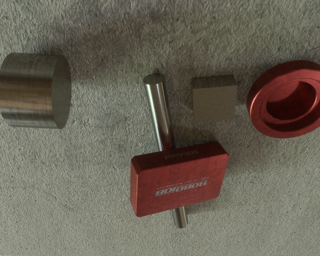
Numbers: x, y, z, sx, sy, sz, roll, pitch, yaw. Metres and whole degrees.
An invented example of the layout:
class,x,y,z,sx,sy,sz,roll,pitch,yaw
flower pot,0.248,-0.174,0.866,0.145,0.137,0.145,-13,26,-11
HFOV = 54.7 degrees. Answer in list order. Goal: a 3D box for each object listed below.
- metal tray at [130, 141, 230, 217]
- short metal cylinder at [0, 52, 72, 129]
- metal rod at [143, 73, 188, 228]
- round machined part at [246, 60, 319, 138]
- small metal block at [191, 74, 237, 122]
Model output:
class,x,y,z,sx,sy,sz,roll,pitch,yaw
metal tray,0.026,0.071,0.433,0.131,0.030,0.089,-9,128,-19
short metal cylinder,-0.131,-0.040,0.335,0.050,0.080,0.079,3,130,-3
metal rod,0.015,0.055,0.454,0.025,0.025,0.298,-7,130,5
round machined part,0.152,-0.037,0.367,0.099,0.042,0.097,-1,130,0
small metal block,0.065,-0.036,0.378,0.050,0.025,0.050,-5,130,3
